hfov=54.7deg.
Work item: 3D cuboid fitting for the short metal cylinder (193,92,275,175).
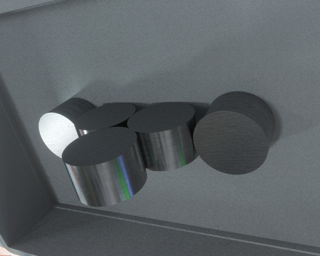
[{"bbox_3d":[0.084,0.005,0.349,0.080,0.050,0.079,13,124,21],"label":"short metal cylinder"}]

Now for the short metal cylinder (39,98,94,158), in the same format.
[{"bbox_3d":[-0.130,0.002,0.460,0.080,0.050,0.079,13,124,21],"label":"short metal cylinder"}]

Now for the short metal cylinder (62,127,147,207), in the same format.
[{"bbox_3d":[-0.059,0.039,0.338,0.080,0.080,0.050,2,119,27],"label":"short metal cylinder"}]

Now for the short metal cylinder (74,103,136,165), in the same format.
[{"bbox_3d":[-0.066,0.006,0.409,0.080,0.080,0.050,2,119,27],"label":"short metal cylinder"}]

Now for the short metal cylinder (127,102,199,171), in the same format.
[{"bbox_3d":[0.006,0.008,0.373,0.080,0.080,0.050,2,119,27],"label":"short metal cylinder"}]
